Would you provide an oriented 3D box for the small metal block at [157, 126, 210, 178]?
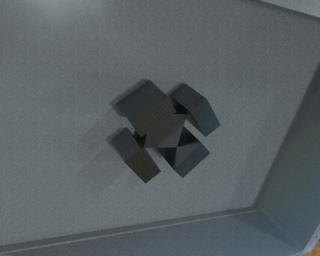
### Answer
[{"bbox_3d":[0.031,0.032,0.426,0.050,0.050,0.025,-43,130,0],"label":"small metal block"}]

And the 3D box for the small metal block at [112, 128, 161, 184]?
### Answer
[{"bbox_3d":[-0.030,0.035,0.395,0.025,0.050,0.050,-38,129,-2],"label":"small metal block"}]

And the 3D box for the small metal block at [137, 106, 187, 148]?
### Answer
[{"bbox_3d":[0.002,-0.002,0.406,0.050,0.025,0.050,1,118,-29],"label":"small metal block"}]

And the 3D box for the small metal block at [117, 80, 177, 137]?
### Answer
[{"bbox_3d":[-0.017,-0.024,0.366,0.050,0.050,0.025,-36,128,-4],"label":"small metal block"}]

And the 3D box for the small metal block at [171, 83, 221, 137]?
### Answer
[{"bbox_3d":[0.046,-0.023,0.400,0.025,0.050,0.050,-39,130,-3],"label":"small metal block"}]
